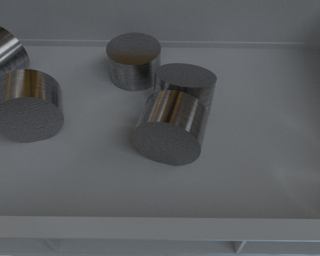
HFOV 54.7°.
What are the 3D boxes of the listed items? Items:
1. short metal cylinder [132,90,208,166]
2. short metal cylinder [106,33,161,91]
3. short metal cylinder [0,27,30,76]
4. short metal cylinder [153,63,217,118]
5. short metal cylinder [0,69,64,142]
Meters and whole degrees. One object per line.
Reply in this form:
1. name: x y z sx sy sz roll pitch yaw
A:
1. short metal cylinder: 0.013 0.001 0.369 0.080 0.080 0.050 12 51 9
2. short metal cylinder: -0.039 -0.102 0.474 0.081 0.050 0.080 0 50 0
3. short metal cylinder: -0.242 -0.103 0.453 0.080 0.080 0.050 20 53 15
4. short metal cylinder: 0.032 -0.049 0.416 0.081 0.050 0.080 5 32 -3
5. short metal cylinder: -0.165 -0.027 0.390 0.081 0.080 0.050 -11 51 -10
